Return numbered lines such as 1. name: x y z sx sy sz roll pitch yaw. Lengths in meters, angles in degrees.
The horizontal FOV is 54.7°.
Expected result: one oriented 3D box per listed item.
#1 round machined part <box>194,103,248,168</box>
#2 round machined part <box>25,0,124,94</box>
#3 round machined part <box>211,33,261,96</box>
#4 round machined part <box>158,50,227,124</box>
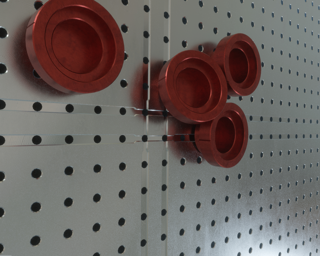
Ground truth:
1. round machined part: 0.090 0.010 0.474 0.099 0.042 0.097 -3 94 -43
2. round machined part: -0.090 -0.084 0.324 0.099 0.042 0.097 0 90 -40
3. round machined part: 0.118 -0.099 0.499 0.099 0.042 0.097 0 90 -40
4. round machined part: 0.041 -0.053 0.424 0.099 0.042 0.097 5 78 -28
